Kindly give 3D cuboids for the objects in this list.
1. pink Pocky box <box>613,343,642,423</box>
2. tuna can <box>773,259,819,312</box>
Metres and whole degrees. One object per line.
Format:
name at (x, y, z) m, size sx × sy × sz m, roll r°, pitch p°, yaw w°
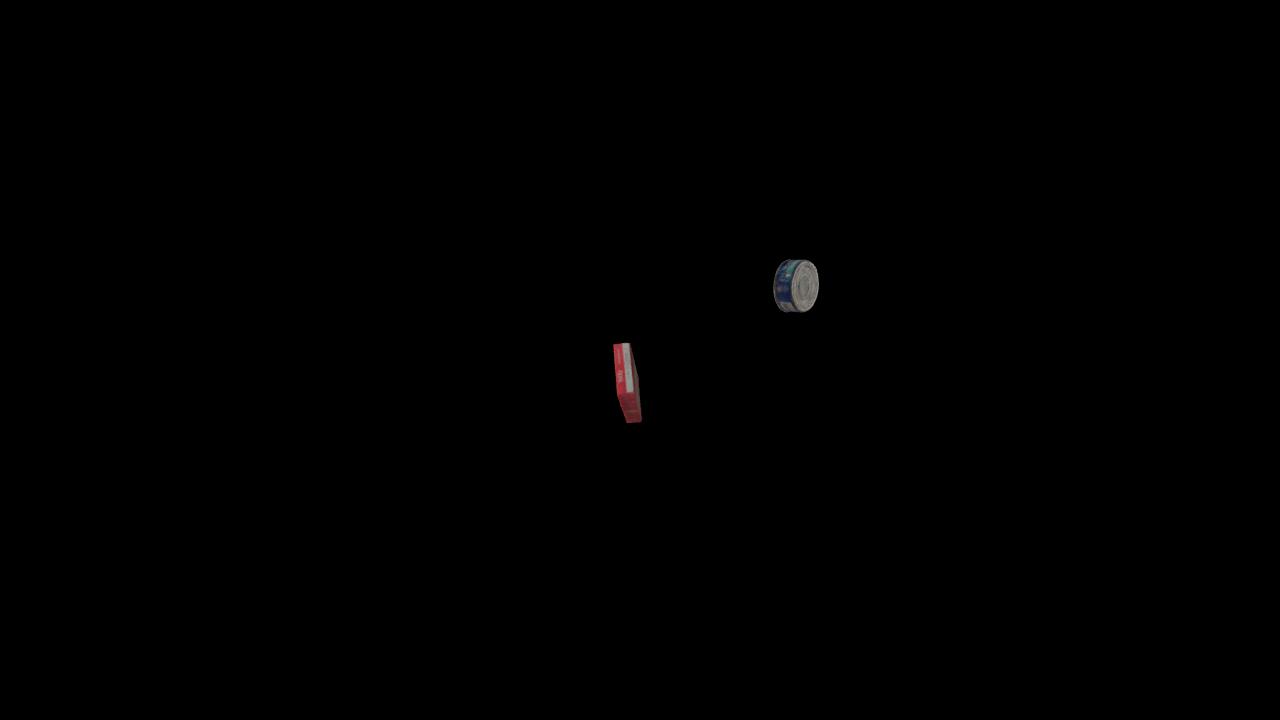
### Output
pink Pocky box at (-0.019, 0.041, 0.988) m, size 0.029 × 0.084 × 0.155 m, roll -6°, pitch -22°, yaw 3°
tuna can at (0.248, -0.117, 0.973) m, size 0.084 × 0.084 × 0.034 m, roll 0°, pitch 6°, yaw -44°
